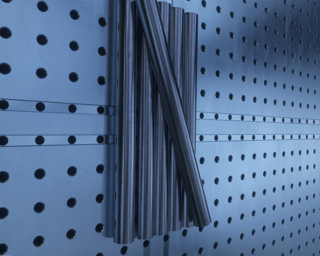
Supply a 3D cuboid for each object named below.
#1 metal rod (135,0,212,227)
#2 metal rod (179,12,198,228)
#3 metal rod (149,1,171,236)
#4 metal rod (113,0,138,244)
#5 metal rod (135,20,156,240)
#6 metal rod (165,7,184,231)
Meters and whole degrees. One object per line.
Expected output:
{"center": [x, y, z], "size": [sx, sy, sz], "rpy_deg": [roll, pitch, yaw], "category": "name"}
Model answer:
{"center": [0.020, -0.012, 0.392], "size": [0.025, 0.025, 0.298], "rpy_deg": [-25, 106, -37], "category": "metal rod"}
{"center": [0.039, -0.012, 0.441], "size": [0.025, 0.025, 0.298], "rpy_deg": [2, 89, -40], "category": "metal rod"}
{"center": [0.000, -0.013, 0.407], "size": [0.025, 0.025, 0.298], "rpy_deg": [1, 89, -40], "category": "metal rod"}
{"center": [-0.041, -0.015, 0.372], "size": [0.025, 0.025, 0.298], "rpy_deg": [1, 89, -40], "category": "metal rod"}
{"center": [-0.018, -0.013, 0.391], "size": [0.025, 0.025, 0.298], "rpy_deg": [1, 89, -40], "category": "metal rod"}
{"center": [0.019, -0.012, 0.425], "size": [0.025, 0.025, 0.298], "rpy_deg": [1, 89, -40], "category": "metal rod"}
